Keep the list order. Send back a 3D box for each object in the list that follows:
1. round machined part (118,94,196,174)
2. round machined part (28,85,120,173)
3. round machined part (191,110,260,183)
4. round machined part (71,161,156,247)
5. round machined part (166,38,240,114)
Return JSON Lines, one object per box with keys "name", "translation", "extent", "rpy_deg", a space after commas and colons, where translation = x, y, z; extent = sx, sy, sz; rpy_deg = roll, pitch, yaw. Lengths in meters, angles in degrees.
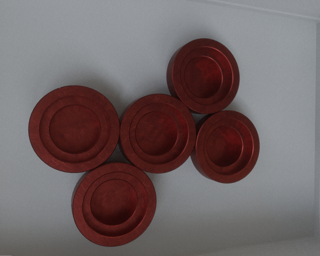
{"name": "round machined part", "translation": [-0.007, 0.007, 0.395], "extent": [0.099, 0.042, 0.097], "rpy_deg": [0, 90, -20]}
{"name": "round machined part", "translation": [-0.100, 0.001, 0.362], "extent": [0.099, 0.042, 0.097], "rpy_deg": [0, 90, -20]}
{"name": "round machined part", "translation": [0.085, 0.025, 0.430], "extent": [0.099, 0.042, 0.097], "rpy_deg": [0, 90, -20]}
{"name": "round machined part", "translation": [-0.057, 0.088, 0.377], "extent": [0.099, 0.042, 0.097], "rpy_deg": [0, 90, -20]}
{"name": "round machined part", "translation": [0.054, -0.067, 0.419], "extent": [0.099, 0.042, 0.097], "rpy_deg": [0, 90, -20]}
